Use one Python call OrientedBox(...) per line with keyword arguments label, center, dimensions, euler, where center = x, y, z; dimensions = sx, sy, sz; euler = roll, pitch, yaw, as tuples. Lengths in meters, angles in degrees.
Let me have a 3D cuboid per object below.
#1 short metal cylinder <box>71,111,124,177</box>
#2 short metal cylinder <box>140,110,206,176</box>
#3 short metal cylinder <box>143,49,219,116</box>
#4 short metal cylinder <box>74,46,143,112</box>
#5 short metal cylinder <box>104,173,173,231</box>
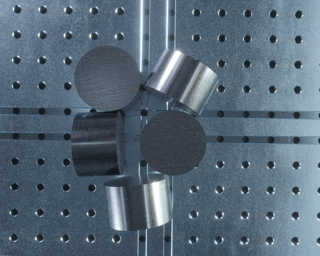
OrientedBox(label="short metal cylinder", center=(-0.074, 0.020, 0.386), dimensions=(0.050, 0.080, 0.080), euler=(-2, 90, -1))
OrientedBox(label="short metal cylinder", center=(0.016, 0.018, 0.401), dimensions=(0.081, 0.050, 0.079), euler=(0, 91, -1))
OrientedBox(label="short metal cylinder", center=(0.026, -0.056, 0.386), dimensions=(0.080, 0.080, 0.050), euler=(28, 89, 0))
OrientedBox(label="short metal cylinder", center=(-0.063, -0.060, 0.400), dimensions=(0.080, 0.050, 0.079), euler=(0, 90, 1))
OrientedBox(label="short metal cylinder", center=(-0.026, 0.089, 0.385), dimensions=(0.080, 0.080, 0.050), euler=(-6, 91, 0))
